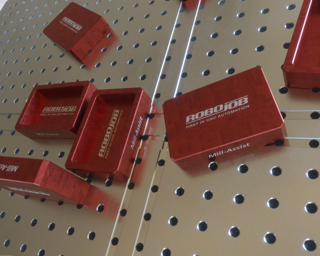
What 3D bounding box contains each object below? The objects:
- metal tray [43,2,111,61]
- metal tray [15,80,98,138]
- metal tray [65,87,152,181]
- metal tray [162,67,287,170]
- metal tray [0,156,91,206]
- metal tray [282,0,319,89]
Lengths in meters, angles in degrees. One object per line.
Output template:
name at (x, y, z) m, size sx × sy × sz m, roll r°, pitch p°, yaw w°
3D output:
metal tray at (-0.168, -0.194, 0.614) m, size 0.090 × 0.030 × 0.130 m, roll -48°, pitch 51°, yaw -6°
metal tray at (-0.170, -0.030, 0.513) m, size 0.130 × 0.030 × 0.090 m, roll 0°, pitch 61°, yaw 28°
metal tray at (-0.071, 0.006, 0.439) m, size 0.090 × 0.030 × 0.130 m, roll 1°, pitch 62°, yaw 28°
metal tray at (0.072, -0.011, 0.375) m, size 0.130 × 0.030 × 0.090 m, roll -19°, pitch 54°, yaw 16°
metal tray at (-0.172, 0.070, 0.415) m, size 0.130 × 0.090 × 0.030 m, roll 1°, pitch 62°, yaw 28°
metal tray at (0.206, -0.106, 0.361) m, size 0.090 × 0.030 × 0.130 m, roll 11°, pitch 67°, yaw 33°
